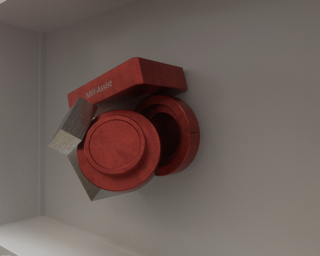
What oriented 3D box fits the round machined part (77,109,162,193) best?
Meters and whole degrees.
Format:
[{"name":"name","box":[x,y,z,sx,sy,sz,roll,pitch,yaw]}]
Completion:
[{"name":"round machined part","box":[-0.048,0.023,0.356,0.099,0.042,0.098,-1,72,4]}]

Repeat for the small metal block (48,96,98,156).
[{"name":"small metal block","box":[-0.103,-0.002,0.367,0.050,0.025,0.050,-37,28,47]}]

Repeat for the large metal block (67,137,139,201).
[{"name":"large metal block","box":[-0.067,0.045,0.423,0.050,0.081,0.080,-51,60,27]}]

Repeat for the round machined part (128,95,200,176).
[{"name":"round machined part","box":[0.009,0.009,0.386,0.098,0.042,0.097,0,90,39]}]

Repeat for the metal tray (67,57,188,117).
[{"name":"metal tray","box":[-0.043,-0.045,0.395,0.130,0.091,0.030,-19,79,38]}]
